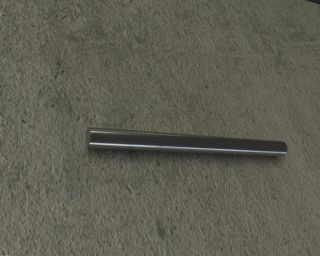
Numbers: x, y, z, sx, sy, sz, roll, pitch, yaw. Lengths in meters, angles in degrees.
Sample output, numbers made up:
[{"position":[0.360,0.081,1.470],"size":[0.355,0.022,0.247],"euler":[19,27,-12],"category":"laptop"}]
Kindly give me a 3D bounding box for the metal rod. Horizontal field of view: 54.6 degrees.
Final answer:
[{"position":[0.054,0.022,0.418],"size":[0.302,0.025,0.025],"euler":[5,60,-26],"category":"metal rod"}]
